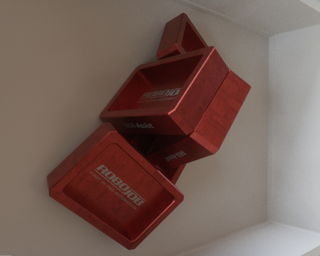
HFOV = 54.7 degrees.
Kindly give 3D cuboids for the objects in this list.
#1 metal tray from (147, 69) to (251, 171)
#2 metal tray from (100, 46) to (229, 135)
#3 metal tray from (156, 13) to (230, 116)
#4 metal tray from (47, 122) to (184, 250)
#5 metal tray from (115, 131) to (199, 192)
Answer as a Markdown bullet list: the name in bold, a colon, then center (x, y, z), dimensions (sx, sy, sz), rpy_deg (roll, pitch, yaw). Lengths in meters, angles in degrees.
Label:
- **metal tray**: center (0.039, -0.003, 0.355), dimensions (0.030, 0.130, 0.090), rpy_deg (37, 65, -9)
- **metal tray**: center (0.000, -0.037, 0.336), dimensions (0.030, 0.130, 0.090), rpy_deg (48, 62, -29)
- **metal tray**: center (0.052, -0.081, 0.424), dimensions (0.130, 0.030, 0.090), rpy_deg (46, 37, -30)
- **metal tray**: center (-0.044, 0.068, 0.343), dimensions (0.090, 0.030, 0.130), rpy_deg (-45, 120, -4)
- **metal tray**: center (0.008, 0.007, 0.409), dimensions (0.090, 0.030, 0.130), rpy_deg (47, 62, -30)
